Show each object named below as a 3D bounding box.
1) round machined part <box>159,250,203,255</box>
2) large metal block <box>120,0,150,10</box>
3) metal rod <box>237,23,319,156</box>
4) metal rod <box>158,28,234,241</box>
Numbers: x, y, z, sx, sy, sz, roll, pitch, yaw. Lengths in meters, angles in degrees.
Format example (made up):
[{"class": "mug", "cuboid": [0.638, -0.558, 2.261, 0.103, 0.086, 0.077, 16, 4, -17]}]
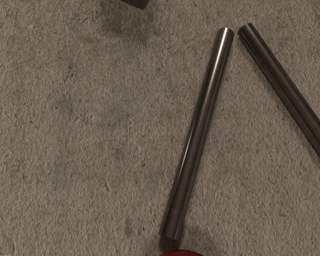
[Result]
[{"class": "round machined part", "cuboid": [0.023, 0.183, 0.333, 0.099, 0.042, 0.098, 0, 70, -1]}, {"class": "large metal block", "cuboid": [-0.051, -0.238, 0.465, 0.080, 0.080, 0.050, 27, 72, 9]}, {"class": "metal rod", "cuboid": [0.192, -0.021, 0.418, 0.025, 0.025, 0.299, -24, 72, -9]}, {"class": "metal rod", "cuboid": [0.054, -0.006, 0.411, 0.025, 0.025, 0.299, 16, 71, 5]}]
